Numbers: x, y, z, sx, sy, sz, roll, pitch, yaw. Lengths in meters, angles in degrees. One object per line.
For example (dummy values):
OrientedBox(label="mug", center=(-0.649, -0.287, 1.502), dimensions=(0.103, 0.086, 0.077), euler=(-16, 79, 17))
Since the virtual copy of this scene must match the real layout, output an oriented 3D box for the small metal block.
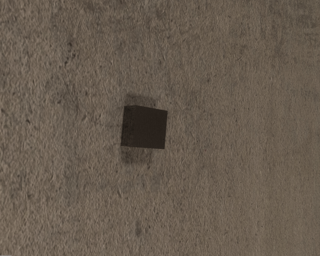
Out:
OrientedBox(label="small metal block", center=(-0.019, 0.000, 0.390), dimensions=(0.050, 0.025, 0.050), euler=(8, 85, -40))
